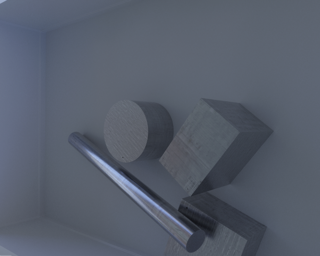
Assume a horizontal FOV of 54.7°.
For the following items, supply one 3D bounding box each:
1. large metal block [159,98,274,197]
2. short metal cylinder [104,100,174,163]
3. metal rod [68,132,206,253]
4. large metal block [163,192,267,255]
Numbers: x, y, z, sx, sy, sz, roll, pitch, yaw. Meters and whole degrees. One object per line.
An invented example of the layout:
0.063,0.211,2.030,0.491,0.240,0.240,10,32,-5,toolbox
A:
0.059,0.018,0.321,0.050,0.081,0.080,47,118,29,large metal block
-0.029,0.004,0.412,0.080,0.050,0.079,0,90,39,short metal cylinder
-0.054,0.064,0.411,0.300,0.025,0.025,27,107,48,metal rod
0.058,0.128,0.341,0.080,0.050,0.079,26,106,36,large metal block
